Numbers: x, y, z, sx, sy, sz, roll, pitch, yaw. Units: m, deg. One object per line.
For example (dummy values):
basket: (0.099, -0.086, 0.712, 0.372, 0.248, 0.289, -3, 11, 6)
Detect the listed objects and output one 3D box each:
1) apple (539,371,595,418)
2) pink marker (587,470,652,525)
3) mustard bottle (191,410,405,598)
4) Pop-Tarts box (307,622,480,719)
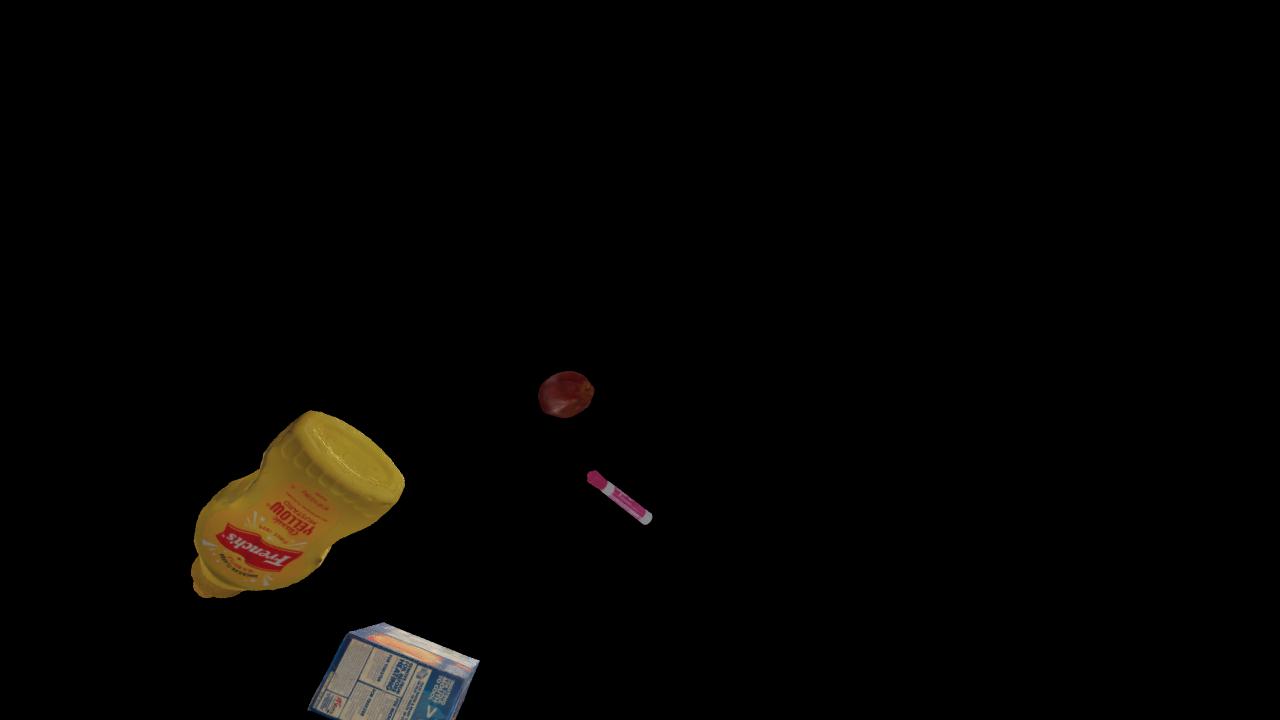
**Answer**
apple: (-0.123, 0.057, 1.021, 0.093, 0.079, 0.079, -15, -8, 34)
pink marker: (-0.028, 0.187, 0.840, 0.121, 0.020, 0.020, 43, -23, -27)
mustard bottle: (-0.268, 0.121, 0.453, 0.184, 0.092, 0.054, -38, 28, 14)
Pop-Tarts box: (-0.276, 0.378, 0.721, 0.141, 0.083, 0.167, 22, -21, -1)
